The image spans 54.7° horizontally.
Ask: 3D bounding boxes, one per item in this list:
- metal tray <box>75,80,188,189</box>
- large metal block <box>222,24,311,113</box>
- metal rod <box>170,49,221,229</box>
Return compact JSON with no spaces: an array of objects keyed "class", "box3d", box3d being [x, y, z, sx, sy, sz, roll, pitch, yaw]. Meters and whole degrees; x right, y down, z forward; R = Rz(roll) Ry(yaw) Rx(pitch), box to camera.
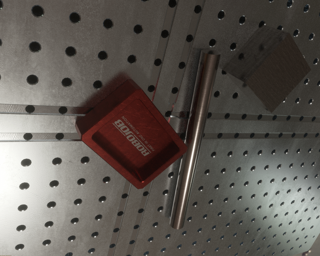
[{"class":"metal tray","box3d":[-0.031,0.013,0.400,0.090,0.030,0.130,-40,130,-1]},{"class":"large metal block","box3d":[0.148,-0.081,0.428,0.080,0.050,0.080,-49,129,6]},{"class":"metal rod","box3d":[0.046,0.034,0.459,0.025,0.025,0.298,-7,122,-25]}]
